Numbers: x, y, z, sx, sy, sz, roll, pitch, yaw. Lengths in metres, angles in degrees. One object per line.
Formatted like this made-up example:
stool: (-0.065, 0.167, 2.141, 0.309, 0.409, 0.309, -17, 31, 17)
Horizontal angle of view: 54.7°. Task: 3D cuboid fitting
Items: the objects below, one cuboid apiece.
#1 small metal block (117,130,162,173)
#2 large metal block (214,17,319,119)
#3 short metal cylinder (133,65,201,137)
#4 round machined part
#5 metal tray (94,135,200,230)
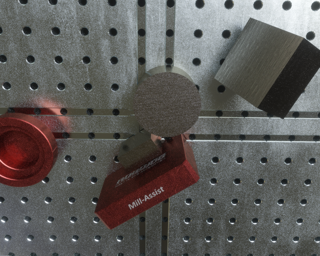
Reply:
small metal block: (-0.026, 0.026, 0.409, 0.050, 0.050, 0.025, -31, 108, 10)
large metal block: (0.122, -0.069, 0.353, 0.050, 0.080, 0.080, 16, 112, -37)
short metal cylinder: (0.008, -0.035, 0.387, 0.081, 0.050, 0.079, 0, 110, -1)
round machined part: (-0.185, 0.026, 0.411, 0.099, 0.042, 0.097, 0, 110, -1)
metal tray: (-0.017, 0.066, 0.402, 0.130, 0.090, 0.030, -31, 107, 10)
